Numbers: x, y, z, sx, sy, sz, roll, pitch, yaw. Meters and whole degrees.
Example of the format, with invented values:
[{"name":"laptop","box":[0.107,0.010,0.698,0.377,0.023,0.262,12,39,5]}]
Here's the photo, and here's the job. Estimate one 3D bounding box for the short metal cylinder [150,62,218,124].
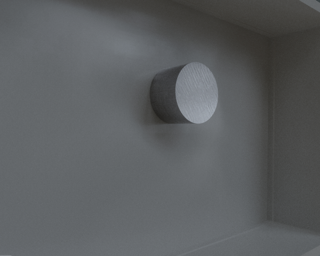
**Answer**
[{"name":"short metal cylinder","box":[0.033,-0.046,0.420,0.081,0.050,0.079,0,90,-40]}]
